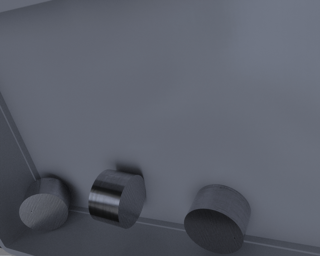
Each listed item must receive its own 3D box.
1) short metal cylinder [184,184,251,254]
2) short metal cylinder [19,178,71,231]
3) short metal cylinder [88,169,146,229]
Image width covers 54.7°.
[{"bbox_3d":[0.080,0.125,0.427,0.080,0.050,0.079,13,124,20],"label":"short metal cylinder"},{"bbox_3d":[-0.205,0.137,0.559,0.081,0.050,0.079,-4,113,-8],"label":"short metal cylinder"},{"bbox_3d":[-0.063,0.106,0.470,0.050,0.080,0.079,7,122,24],"label":"short metal cylinder"}]
